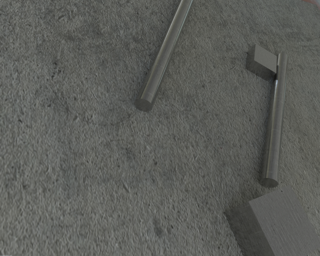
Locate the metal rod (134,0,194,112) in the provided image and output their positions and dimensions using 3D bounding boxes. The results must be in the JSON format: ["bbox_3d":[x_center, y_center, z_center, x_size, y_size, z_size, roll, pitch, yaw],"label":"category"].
[{"bbox_3d":[0.017,-0.143,0.502,0.025,0.025,0.300,28,52,-11],"label":"metal rod"}]

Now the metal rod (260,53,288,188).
[{"bbox_3d":[0.201,-0.031,0.533,0.025,0.025,0.300,30,52,-10],"label":"metal rod"}]

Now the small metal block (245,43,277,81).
[{"bbox_3d":[0.192,-0.124,0.586,0.050,0.025,0.050,27,52,-12],"label":"small metal block"}]

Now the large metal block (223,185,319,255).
[{"bbox_3d":[0.141,0.126,0.389,0.081,0.050,0.080,-10,67,-33],"label":"large metal block"}]
